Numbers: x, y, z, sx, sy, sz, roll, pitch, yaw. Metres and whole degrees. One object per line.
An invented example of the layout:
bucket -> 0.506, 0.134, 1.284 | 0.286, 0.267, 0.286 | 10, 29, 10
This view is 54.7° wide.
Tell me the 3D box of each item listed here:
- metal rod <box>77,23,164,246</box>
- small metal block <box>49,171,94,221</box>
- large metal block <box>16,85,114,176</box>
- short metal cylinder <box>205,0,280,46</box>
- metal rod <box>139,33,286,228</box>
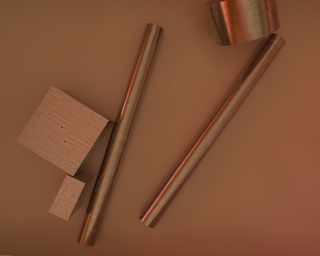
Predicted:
metal rod -> -0.052, 0.009, 0.410 | 0.025, 0.025, 0.298 | 18, 90, -1
small metal block -> -0.112, 0.084, 0.398 | 0.025, 0.050, 0.050 | 26, 90, 0
large metal block -> -0.117, 0.003, 0.397 | 0.080, 0.050, 0.080 | 32, 90, -1
short metal cylinder -> 0.101, -0.139, 0.379 | 0.080, 0.080, 0.050 | -20, 114, 0
metal rod -> 0.069, 0.003, 0.412 | 0.025, 0.025, 0.299 | 36, 90, -1
